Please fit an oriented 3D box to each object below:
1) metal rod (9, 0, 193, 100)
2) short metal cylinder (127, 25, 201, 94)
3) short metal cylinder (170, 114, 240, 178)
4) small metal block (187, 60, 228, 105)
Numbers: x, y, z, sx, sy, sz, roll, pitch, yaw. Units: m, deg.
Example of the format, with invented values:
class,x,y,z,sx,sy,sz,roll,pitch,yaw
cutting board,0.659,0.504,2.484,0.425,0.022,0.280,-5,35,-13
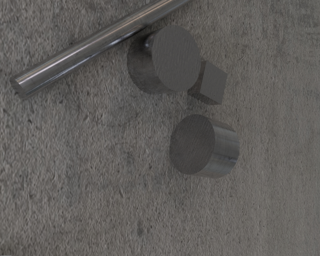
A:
class,x,y,z,sx,sy,sz,roll,pitch,yaw
metal rod,-0.038,-0.122,0.372,0.302,0.025,0.025,-42,116,-32
short metal cylinder,0.006,-0.084,0.393,0.081,0.050,0.079,0,90,-40
short metal cylinder,0.059,0.026,0.419,0.050,0.080,0.080,16,80,-39
small metal block,0.072,-0.066,0.465,0.050,0.025,0.050,21,77,-38
